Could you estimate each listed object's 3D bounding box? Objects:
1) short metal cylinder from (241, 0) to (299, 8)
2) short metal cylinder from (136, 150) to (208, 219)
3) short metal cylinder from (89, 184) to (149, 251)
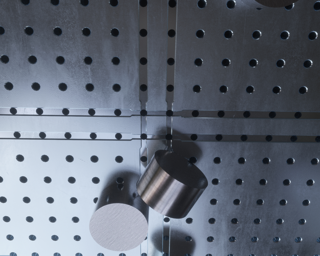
[{"bbox_3d":[0.122,-0.173,0.337,0.081,0.050,0.079,0,110,0],"label":"short metal cylinder"},{"bbox_3d":[0.016,0.073,0.411,0.080,0.080,0.050,27,108,-10],"label":"short metal cylinder"},{"bbox_3d":[-0.056,0.128,0.447,0.081,0.050,0.079,0,110,0],"label":"short metal cylinder"}]
